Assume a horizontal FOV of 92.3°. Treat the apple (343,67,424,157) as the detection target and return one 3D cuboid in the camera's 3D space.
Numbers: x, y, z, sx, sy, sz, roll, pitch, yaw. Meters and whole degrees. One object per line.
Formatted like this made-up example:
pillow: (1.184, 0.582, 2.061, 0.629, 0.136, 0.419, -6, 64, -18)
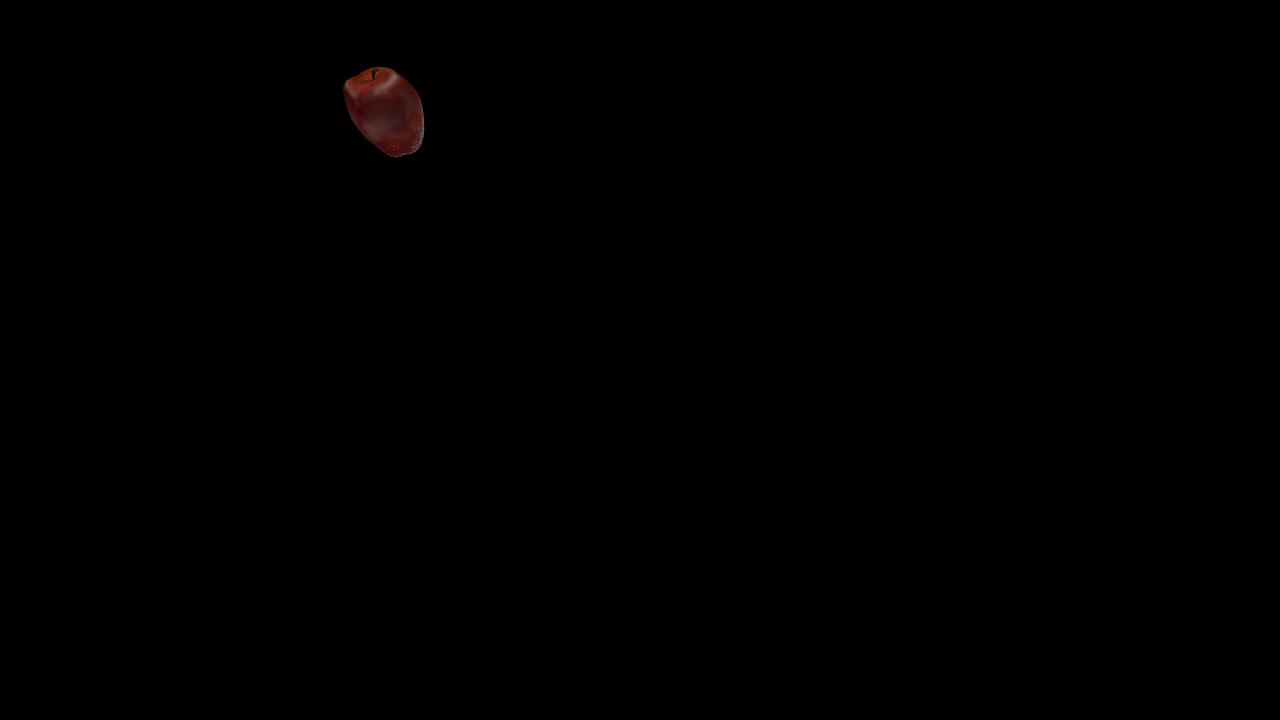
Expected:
apple: (-0.268, -0.265, 0.656, 0.079, 0.079, 0.093, 0, -37, 5)
